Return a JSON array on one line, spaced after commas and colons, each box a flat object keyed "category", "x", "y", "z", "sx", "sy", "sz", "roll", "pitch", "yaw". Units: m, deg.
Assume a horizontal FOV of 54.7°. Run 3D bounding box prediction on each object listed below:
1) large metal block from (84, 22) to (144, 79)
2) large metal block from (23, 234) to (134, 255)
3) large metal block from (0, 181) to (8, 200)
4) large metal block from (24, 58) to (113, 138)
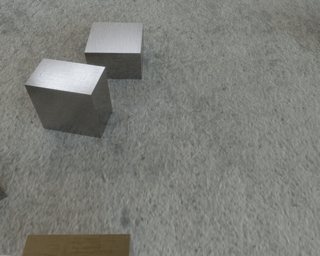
[{"category": "large metal block", "x": -0.068, "y": -0.123, "z": 0.489, "sx": 0.081, "sy": 0.050, "sz": 0.080, "roll": 1, "pitch": 50, "yaw": 0}, {"category": "large metal block", "x": -0.064, "y": 0.129, "z": 0.259, "sx": 0.081, "sy": 0.080, "sz": 0.050, "roll": 0, "pitch": 50, "yaw": -1}, {"category": "large metal block", "x": -0.229, "y": 0.056, "z": 0.337, "sx": 0.081, "sy": 0.050, "sz": 0.080, "roll": -30, "pitch": 56, "yaw": -23}, {"category": "large metal block", "x": -0.111, "y": -0.037, "z": 0.397, "sx": 0.080, "sy": 0.080, "sz": 0.050, "roll": 9, "pitch": 51, "yaw": 7}]
